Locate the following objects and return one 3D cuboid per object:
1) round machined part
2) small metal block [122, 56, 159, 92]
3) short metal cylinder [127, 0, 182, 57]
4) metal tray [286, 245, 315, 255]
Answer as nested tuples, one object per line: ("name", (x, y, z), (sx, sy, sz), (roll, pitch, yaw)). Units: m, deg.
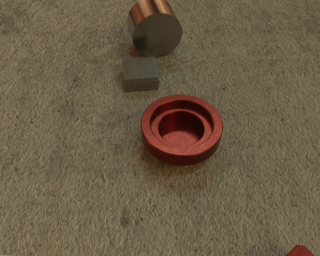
("round machined part", (0.026, 0.007, 0.387), (0.099, 0.042, 0.098), (0, 50, 0))
("small metal block", (-0.030, -0.082, 0.472), (0.050, 0.025, 0.050), (-5, 50, -5))
("short metal cylinder", (-0.009, -0.163, 0.504), (0.081, 0.080, 0.050), (-11, 51, -9))
("metal tray", (0.136, 0.177, 0.252), (0.091, 0.030, 0.130), (-30, 57, -24))
